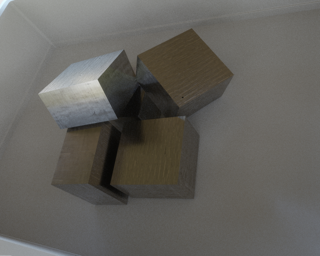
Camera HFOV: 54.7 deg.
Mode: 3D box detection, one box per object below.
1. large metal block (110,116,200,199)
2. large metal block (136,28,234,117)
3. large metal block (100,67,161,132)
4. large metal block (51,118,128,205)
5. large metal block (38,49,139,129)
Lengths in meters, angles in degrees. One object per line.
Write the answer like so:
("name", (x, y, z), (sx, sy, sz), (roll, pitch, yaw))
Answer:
("large metal block", (-0.003, 0.036, 0.363), (0.080, 0.050, 0.080), (-5, 59, 25))
("large metal block", (0.027, -0.062, 0.378), (0.080, 0.050, 0.080), (-32, 73, -19))
("large metal block", (-0.044, -0.037, 0.432), (0.080, 0.050, 0.080), (-1, 61, 27))
("large metal block", (-0.076, 0.044, 0.380), (0.050, 0.080, 0.080), (-6, 59, 25))
("large metal block", (-0.081, -0.047, 0.374), (0.080, 0.050, 0.080), (-9, 33, 23))
